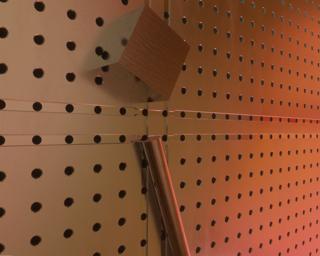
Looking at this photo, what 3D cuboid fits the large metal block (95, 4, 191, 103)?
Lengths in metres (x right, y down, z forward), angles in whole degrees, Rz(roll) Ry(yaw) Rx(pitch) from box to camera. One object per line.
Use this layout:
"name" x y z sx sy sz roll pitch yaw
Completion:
"large metal block" -0.019 -0.087 0.379 0.080 0.050 0.080 34 69 -35

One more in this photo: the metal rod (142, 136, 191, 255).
"metal rod" 0.024 0.155 0.432 0.025 0.025 0.298 -24 105 -38
